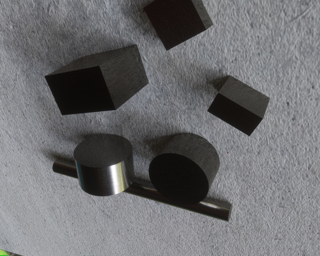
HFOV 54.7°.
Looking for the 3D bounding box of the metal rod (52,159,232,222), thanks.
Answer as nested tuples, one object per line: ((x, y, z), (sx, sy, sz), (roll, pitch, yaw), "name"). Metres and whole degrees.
((-0.040, 0.091, 0.482), (0.301, 0.025, 0.025), (11, 123, 22), "metal rod")

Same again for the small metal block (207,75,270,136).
((0.085, -0.025, 0.330), (0.050, 0.050, 0.025), (32, 128, 7), "small metal block")

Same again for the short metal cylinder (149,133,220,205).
((0.032, 0.053, 0.405), (0.080, 0.050, 0.079), (13, 124, 20), "short metal cylinder")

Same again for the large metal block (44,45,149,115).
((-0.072, -0.058, 0.372), (0.080, 0.080, 0.050), (-3, 117, 29), "large metal block")

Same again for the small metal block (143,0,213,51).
((0.019, -0.117, 0.323), (0.050, 0.025, 0.050), (-20, 108, 35), "small metal block")

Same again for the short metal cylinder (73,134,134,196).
((-0.078, 0.051, 0.442), (0.080, 0.080, 0.050), (12, 124, 21), "short metal cylinder")
